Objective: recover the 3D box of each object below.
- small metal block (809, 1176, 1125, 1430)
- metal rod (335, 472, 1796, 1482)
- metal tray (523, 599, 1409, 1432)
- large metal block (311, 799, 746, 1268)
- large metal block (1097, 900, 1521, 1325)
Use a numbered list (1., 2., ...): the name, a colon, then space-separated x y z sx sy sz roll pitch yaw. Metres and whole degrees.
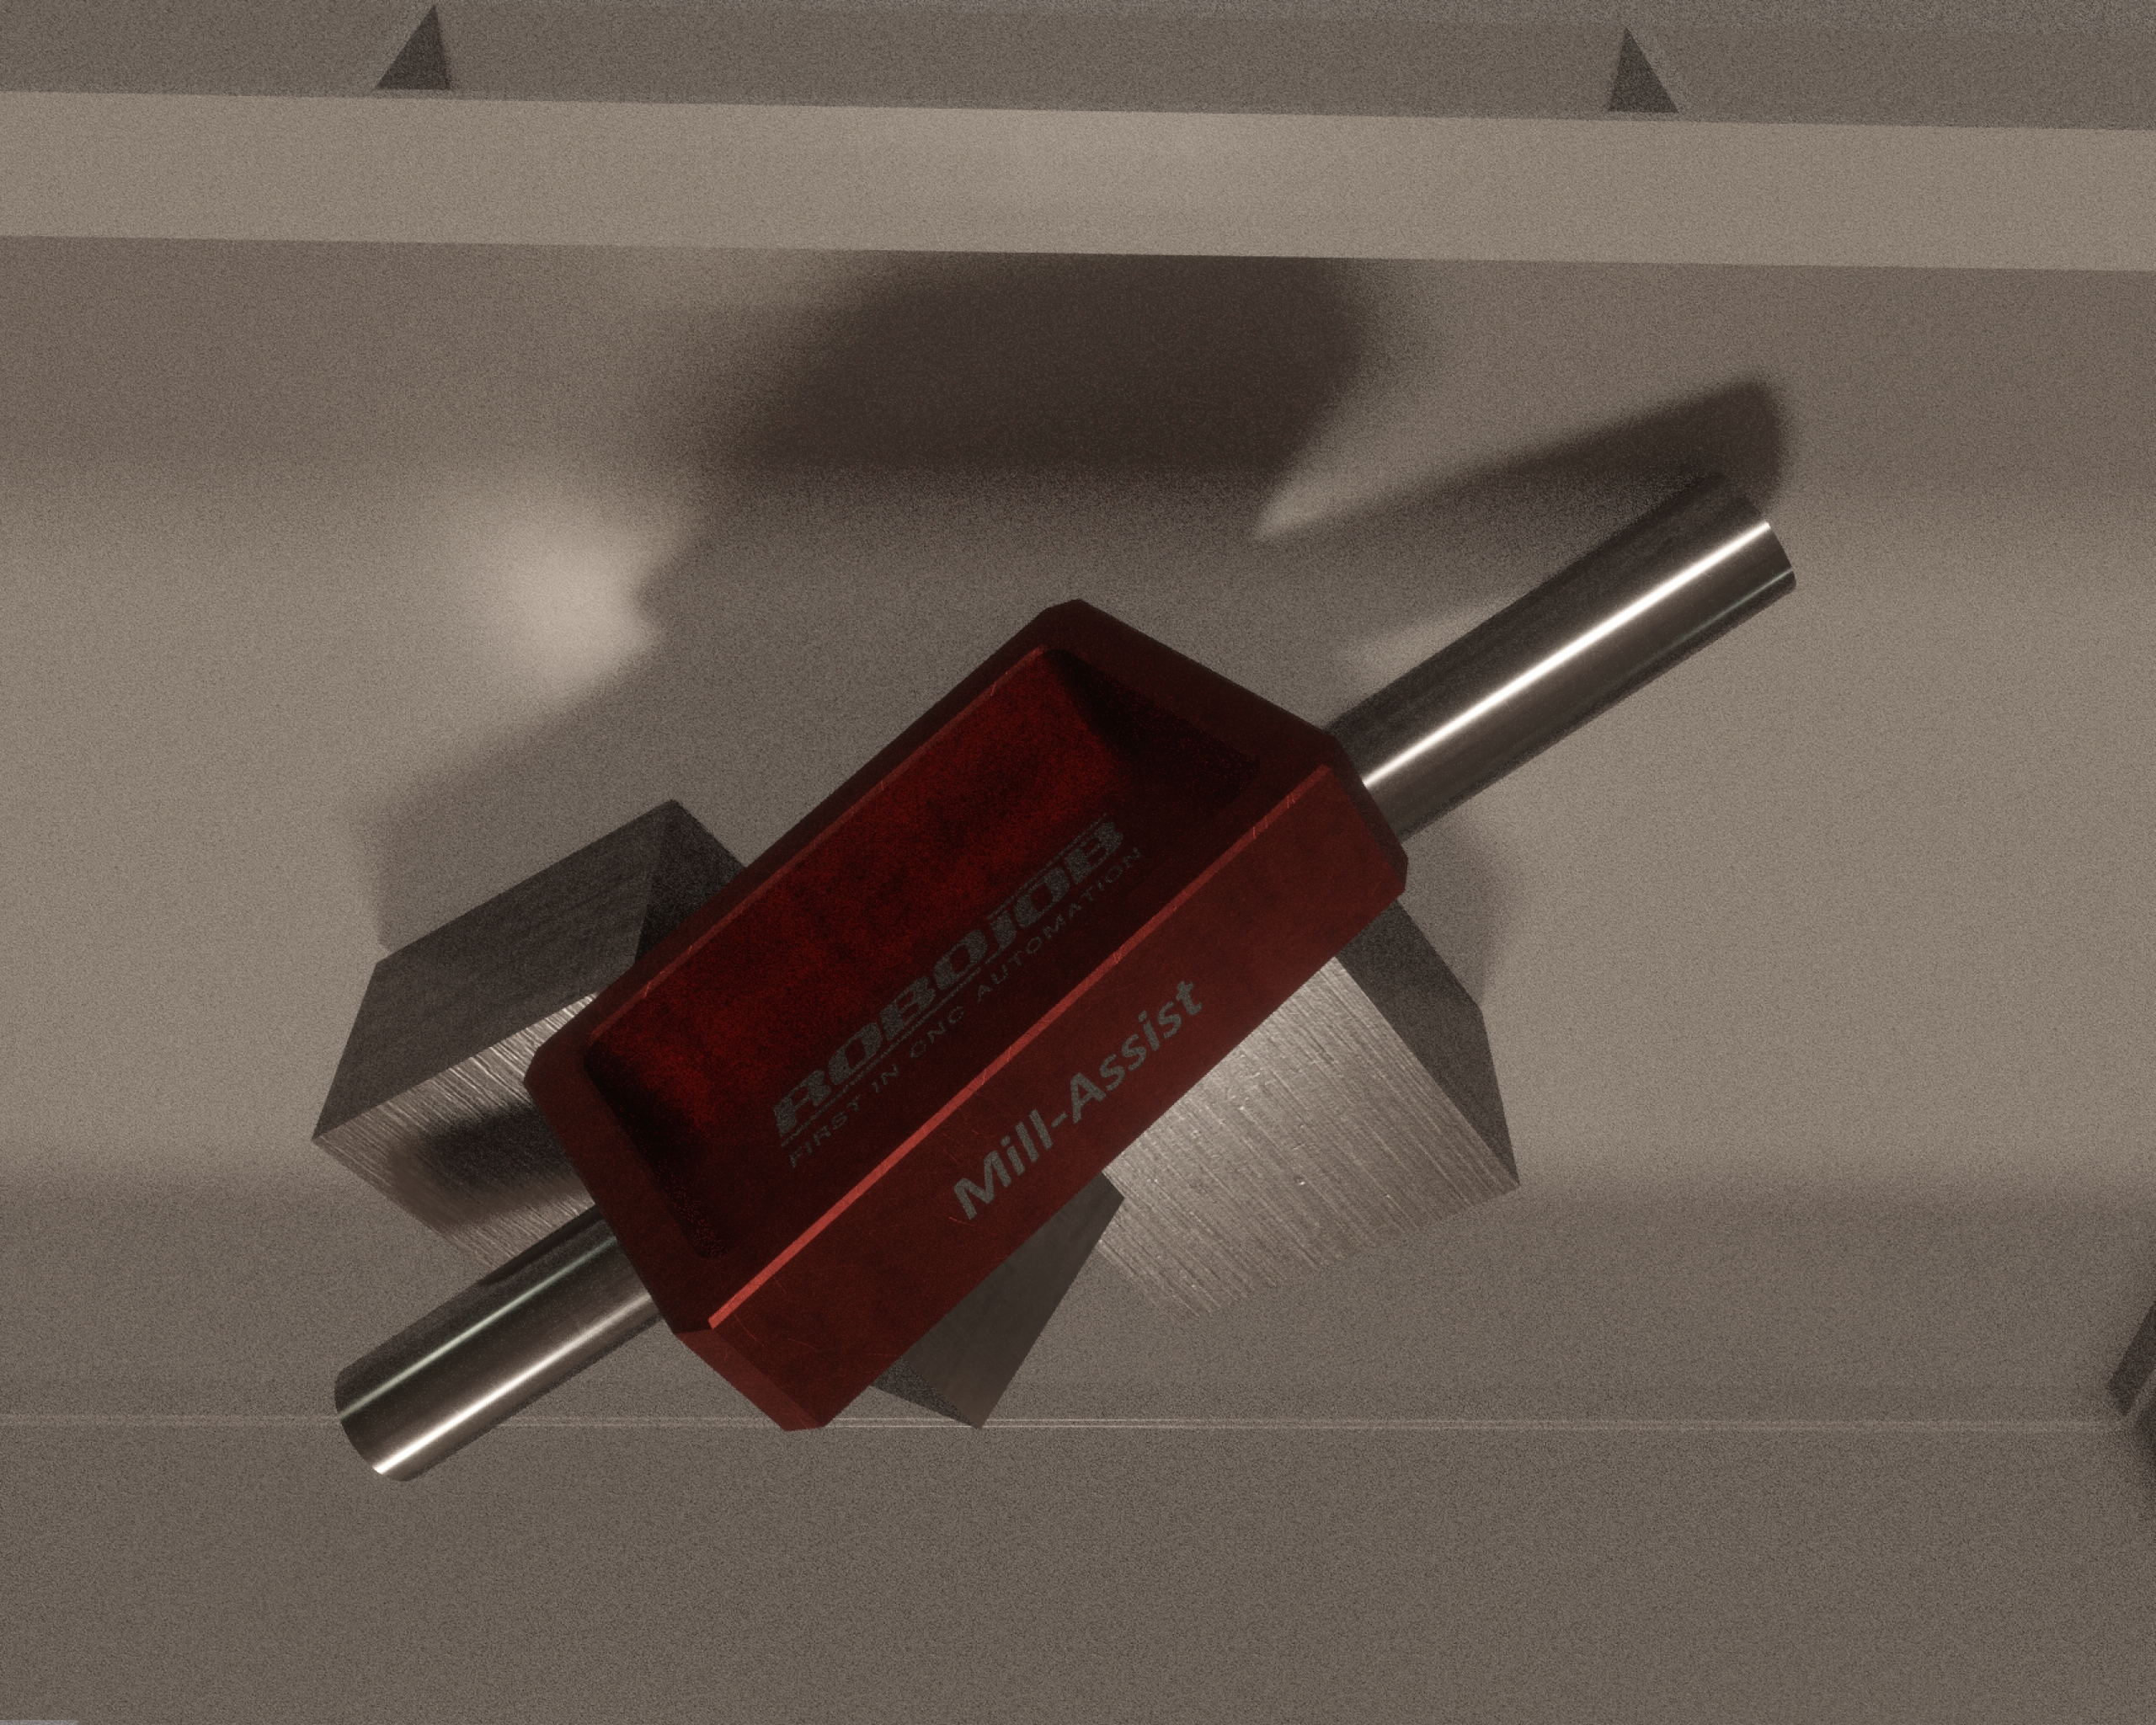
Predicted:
1. small metal block: -0.028 0.071 0.387 0.050 0.050 0.025 6 143 46
2. metal rod: -0.007 0.024 0.379 0.300 0.025 0.025 -33 124 7
3. metal tray: -0.022 0.019 0.345 0.130 0.090 0.030 -42 126 -8
4. large metal block: -0.091 0.046 0.426 0.080 0.050 0.080 -27 126 20
5. large metal block: 0.032 0.040 0.426 0.080 0.050 0.080 -27 126 20
